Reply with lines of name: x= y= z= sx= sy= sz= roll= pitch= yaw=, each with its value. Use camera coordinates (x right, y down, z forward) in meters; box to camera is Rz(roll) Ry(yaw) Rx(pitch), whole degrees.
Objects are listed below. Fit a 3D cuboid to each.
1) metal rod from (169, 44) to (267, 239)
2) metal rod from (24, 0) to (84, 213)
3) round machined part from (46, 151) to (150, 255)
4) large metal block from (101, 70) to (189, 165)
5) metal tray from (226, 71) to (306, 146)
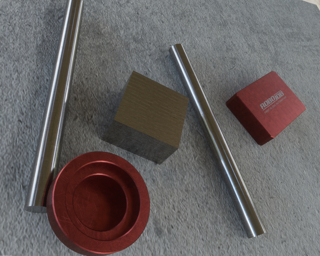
metal rod: x=0.074 y=0.004 z=0.443 sx=0.025 sy=0.025 sz=0.299 roll=-7 pitch=65 yaw=-32
metal rod: x=-0.119 y=-0.051 z=0.371 sx=0.025 sy=0.025 sz=0.299 roll=12 pitch=56 yaw=-22
round machined part: x=-0.063 y=0.076 z=0.309 sx=0.099 sy=0.042 sz=0.098 roll=18 pitch=55 yaw=-27
large metal block: x=-0.017 y=-0.012 z=0.388 sx=0.080 sy=0.050 sz=0.080 roll=25 pitch=53 yaw=-13
metal tray: x=0.182 y=-0.037 z=0.524 sx=0.131 sy=0.030 sz=0.090 roll=-30 pitch=79 yaw=-38
